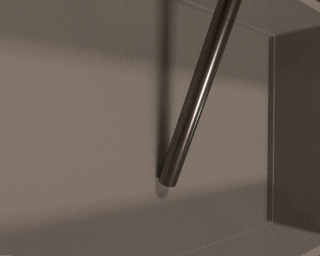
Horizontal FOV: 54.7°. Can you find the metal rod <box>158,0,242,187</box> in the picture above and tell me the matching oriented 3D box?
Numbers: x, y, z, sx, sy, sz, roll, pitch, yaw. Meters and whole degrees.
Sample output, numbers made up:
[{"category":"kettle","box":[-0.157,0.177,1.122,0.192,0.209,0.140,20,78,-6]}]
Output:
[{"category":"metal rod","box":[0.052,-0.061,0.371,0.025,0.025,0.298,0,115,-40]}]
